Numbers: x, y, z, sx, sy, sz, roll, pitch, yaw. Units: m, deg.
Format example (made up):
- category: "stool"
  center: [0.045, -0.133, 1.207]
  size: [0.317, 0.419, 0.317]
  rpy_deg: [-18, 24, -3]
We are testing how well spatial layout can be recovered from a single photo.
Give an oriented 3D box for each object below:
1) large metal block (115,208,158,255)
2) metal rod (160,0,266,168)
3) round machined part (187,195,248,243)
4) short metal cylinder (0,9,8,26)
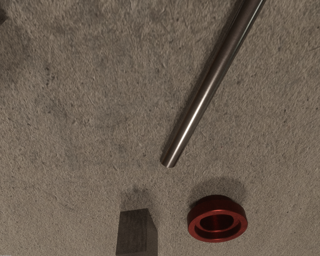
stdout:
- category: "large metal block"
  center: [-0.037, 0.200, 0.541]
  size: [0.050, 0.080, 0.080]
  rpy_deg: [-10, 130, 8]
- category: "metal rod"
  center: [0.060, -0.059, 0.357]
  size: [0.025, 0.025, 0.298]
  rpy_deg: [14, 129, -13]
- category: "round machined part"
  center: [0.095, 0.151, 0.526]
  size: [0.099, 0.042, 0.097]
  rpy_deg: [-1, 130, 0]
- category: "short metal cylinder"
  center: [-0.191, -0.096, 0.287]
  size: [0.080, 0.080, 0.050]
  rpy_deg: [-28, 125, 21]
